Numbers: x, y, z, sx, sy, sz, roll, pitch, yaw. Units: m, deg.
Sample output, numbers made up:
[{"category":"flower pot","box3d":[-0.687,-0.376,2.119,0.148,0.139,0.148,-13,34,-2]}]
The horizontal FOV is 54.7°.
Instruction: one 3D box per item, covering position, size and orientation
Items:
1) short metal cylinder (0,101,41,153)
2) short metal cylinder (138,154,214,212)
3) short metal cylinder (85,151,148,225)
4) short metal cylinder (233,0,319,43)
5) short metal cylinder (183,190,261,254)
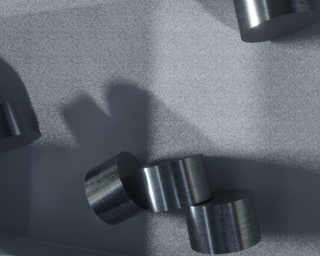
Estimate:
[{"category":"short metal cylinder","box3d":[-0.226,0.000,0.461,0.080,0.080,0.050,-26,82,18]},{"category":"short metal cylinder","box3d":[0.019,0.065,0.374,0.080,0.080,0.050,-15,85,19]},{"category":"short metal cylinder","box3d":[-0.050,0.077,0.399,0.050,0.080,0.080,-30,80,18]},{"category":"short metal cylinder","box3d":[0.124,-0.132,0.337,0.080,0.080,0.050,-12,86,19]},{"category":"short metal cylinder","box3d":[0.070,0.105,0.356,0.080,0.080,0.050,-11,86,19]}]
